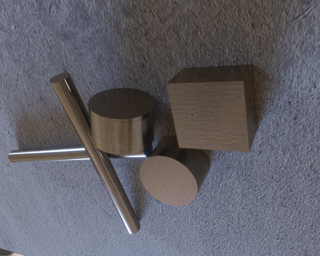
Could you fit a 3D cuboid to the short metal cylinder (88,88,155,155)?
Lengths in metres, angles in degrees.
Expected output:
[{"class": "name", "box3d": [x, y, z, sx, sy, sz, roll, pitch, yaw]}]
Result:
[{"class": "short metal cylinder", "box3d": [-0.047, -0.010, 0.389, 0.080, 0.080, 0.050, 16, 125, 19]}]

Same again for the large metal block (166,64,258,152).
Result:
[{"class": "large metal block", "box3d": [0.061, -0.023, 0.345, 0.080, 0.050, 0.080, 2, 120, 27]}]

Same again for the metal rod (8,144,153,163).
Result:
[{"class": "metal rod", "box3d": [-0.146, 0.041, 0.509, 0.300, 0.025, 0.025, -6, 116, 30]}]

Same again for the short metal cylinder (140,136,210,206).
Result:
[{"class": "short metal cylinder", "box3d": [0.020, 0.057, 0.415, 0.080, 0.050, 0.079, 13, 124, 21]}]

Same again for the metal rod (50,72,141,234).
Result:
[{"class": "metal rod", "box3d": [-0.082, 0.057, 0.453, 0.025, 0.025, 0.298, 3, 130, 27]}]
